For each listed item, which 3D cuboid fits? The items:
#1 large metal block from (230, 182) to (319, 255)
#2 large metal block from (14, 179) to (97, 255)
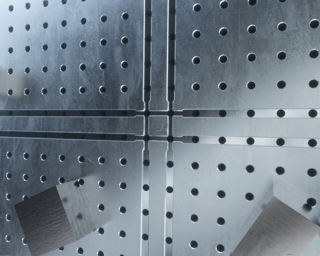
[{"bbox_3d":[0.124,0.113,0.340,0.050,0.080,0.080,34,101,17],"label":"large metal block"},{"bbox_3d":[-0.153,0.131,0.454,0.080,0.050,0.080,-26,82,18],"label":"large metal block"}]
